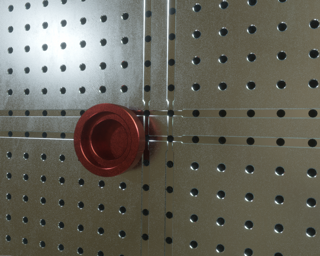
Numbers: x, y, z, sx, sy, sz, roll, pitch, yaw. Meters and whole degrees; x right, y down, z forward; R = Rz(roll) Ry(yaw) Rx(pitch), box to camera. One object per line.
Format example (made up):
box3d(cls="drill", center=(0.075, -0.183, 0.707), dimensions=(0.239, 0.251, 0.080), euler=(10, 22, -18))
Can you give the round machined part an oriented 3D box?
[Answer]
box3d(cls="round machined part", center=(-0.065, 0.016, 0.427), dimensions=(0.098, 0.042, 0.097), euler=(0, 90, 20))
